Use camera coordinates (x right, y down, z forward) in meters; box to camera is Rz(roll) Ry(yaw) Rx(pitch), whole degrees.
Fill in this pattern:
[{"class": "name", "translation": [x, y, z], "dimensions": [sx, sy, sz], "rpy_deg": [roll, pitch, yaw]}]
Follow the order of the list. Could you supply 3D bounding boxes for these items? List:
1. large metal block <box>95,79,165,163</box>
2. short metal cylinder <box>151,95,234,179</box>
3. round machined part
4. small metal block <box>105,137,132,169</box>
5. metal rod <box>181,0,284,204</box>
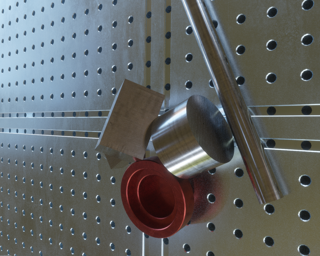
[{"class": "large metal block", "translation": [-0.040, -0.005, 0.384], "dimensions": [0.080, 0.050, 0.080], "rpy_deg": [151, 140, -72]}, {"class": "short metal cylinder", "translation": [0.037, 0.010, 0.342], "dimensions": [0.050, 0.081, 0.080], "rpy_deg": [-31, 71, 35]}, {"class": "round machined part", "translation": [0.001, 0.083, 0.390], "dimensions": [0.098, 0.042, 0.097], "rpy_deg": [7, 101, 35]}, {"class": "small metal block", "translation": [-0.057, 0.026, 0.454], "dimensions": [0.050, 0.025, 0.050], "rpy_deg": [-40, 66, 32]}, {"class": "metal rod", "translation": [0.069, -0.064, 0.351], "dimensions": [0.025, 0.025, 0.299], "rpy_deg": [-29, 72, 36]}]
